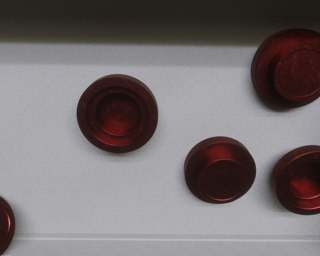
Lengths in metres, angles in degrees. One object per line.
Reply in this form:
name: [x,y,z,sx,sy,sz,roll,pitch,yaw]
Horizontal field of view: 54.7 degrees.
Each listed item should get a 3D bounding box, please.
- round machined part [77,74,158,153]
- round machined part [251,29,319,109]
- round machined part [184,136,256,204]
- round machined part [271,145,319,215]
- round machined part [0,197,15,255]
round machined part: [-0.051,-0.021,0.394,0.099,0.042,0.097,0,110,0]
round machined part: [0.166,-0.070,0.378,0.099,0.042,0.097,0,110,0]
round machined part: [0.084,0.064,0.426,0.099,0.042,0.097,0,110,0]
round machined part: [0.203,0.068,0.429,0.099,0.042,0.097,0,110,0]
round machined part: [-0.240,0.133,0.415,0.042,0.098,0.098,-20,111,31]
